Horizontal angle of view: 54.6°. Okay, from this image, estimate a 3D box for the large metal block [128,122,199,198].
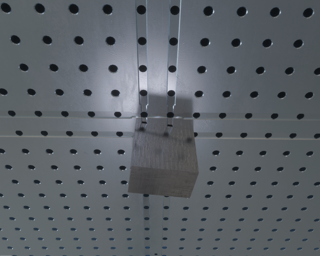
[{"bbox_3d":[0.003,0.042,0.411,0.080,0.080,0.050,7,130,-6],"label":"large metal block"}]
